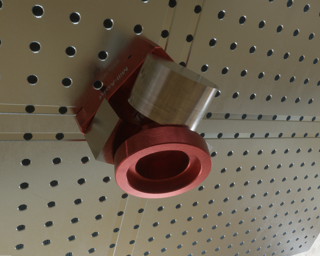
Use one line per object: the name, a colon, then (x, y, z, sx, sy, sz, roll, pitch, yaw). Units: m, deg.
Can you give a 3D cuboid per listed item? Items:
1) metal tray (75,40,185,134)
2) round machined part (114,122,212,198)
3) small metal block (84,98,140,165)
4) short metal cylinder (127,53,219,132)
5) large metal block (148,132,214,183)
metal tray: (-0.026, -0.029, 0.378, 0.130, 0.030, 0.090, -47, 130, 4)
round machined part: (0.001, 0.030, 0.324, 0.099, 0.042, 0.097, -6, 138, -5)
small metal block: (-0.052, 0.003, 0.329, 0.025, 0.050, 0.050, 21, 107, -36)
short metal cylinder: (0.013, -0.037, 0.322, 0.081, 0.080, 0.050, 14, 111, -34)
large metal block: (0.019, 0.033, 0.404, 0.080, 0.050, 0.080, -47, 160, 4)
